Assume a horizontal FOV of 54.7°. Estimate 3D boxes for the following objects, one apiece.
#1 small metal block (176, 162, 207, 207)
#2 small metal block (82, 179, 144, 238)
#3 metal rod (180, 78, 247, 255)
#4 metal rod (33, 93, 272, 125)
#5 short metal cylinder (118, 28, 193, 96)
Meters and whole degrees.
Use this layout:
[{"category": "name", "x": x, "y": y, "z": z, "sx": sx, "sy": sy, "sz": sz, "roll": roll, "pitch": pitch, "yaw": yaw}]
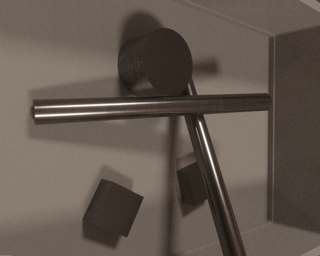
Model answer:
[{"category": "small metal block", "x": 0.055, "y": 0.080, "z": 0.455, "sx": 0.050, "sy": 0.025, "sz": 0.050, "roll": -19, "pitch": 102, "yaw": -39}, {"category": "small metal block", "x": -0.054, "y": 0.094, "z": 0.363, "sx": 0.050, "sy": 0.025, "sz": 0.050, "roll": 36, "pitch": 68, "yaw": -35}, {"category": "metal rod", "x": 0.063, "y": 0.056, "z": 0.381, "sx": 0.025, "sy": 0.025, "sz": 0.299, "roll": 6, "pitch": 61, "yaw": -40}, {"category": "metal rod", "x": 0.012, "y": -0.026, "z": 0.370, "sx": 0.303, "sy": 0.025, "sz": 0.025, "roll": -4, "pitch": 93, "yaw": -26}, {"category": "short metal cylinder", "x": -0.005, "y": -0.079, "z": 0.388, "sx": 0.081, "sy": 0.050, "sz": 0.079, "roll": 0, "pitch": 90, "yaw": -40}]
